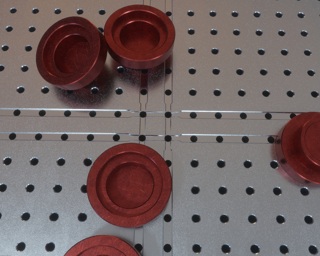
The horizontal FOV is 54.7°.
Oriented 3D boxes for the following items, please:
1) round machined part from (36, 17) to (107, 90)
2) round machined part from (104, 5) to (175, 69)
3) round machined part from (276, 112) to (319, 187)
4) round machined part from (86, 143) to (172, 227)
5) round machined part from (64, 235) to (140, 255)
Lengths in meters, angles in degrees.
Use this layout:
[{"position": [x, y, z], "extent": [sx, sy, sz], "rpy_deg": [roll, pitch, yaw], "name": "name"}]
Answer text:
[{"position": [-0.116, -0.098, 0.427], "extent": [0.098, 0.042, 0.098], "rpy_deg": [-4, 78, 18], "name": "round machined part"}, {"position": [-0.029, -0.125, 0.446], "extent": [0.099, 0.042, 0.098], "rpy_deg": [2, 67, -4], "name": "round machined part"}, {"position": [0.205, 0.024, 0.397], "extent": [0.099, 0.042, 0.098], "rpy_deg": [0, 70, -1], "name": "round machined part"}, {"position": [-0.036, 0.070, 0.377], "extent": [0.099, 0.042, 0.098], "rpy_deg": [0, 70, -1], "name": "round machined part"}, {"position": [-0.062, 0.169, 0.340], "extent": [0.099, 0.042, 0.098], "rpy_deg": [0, 70, -1], "name": "round machined part"}]
